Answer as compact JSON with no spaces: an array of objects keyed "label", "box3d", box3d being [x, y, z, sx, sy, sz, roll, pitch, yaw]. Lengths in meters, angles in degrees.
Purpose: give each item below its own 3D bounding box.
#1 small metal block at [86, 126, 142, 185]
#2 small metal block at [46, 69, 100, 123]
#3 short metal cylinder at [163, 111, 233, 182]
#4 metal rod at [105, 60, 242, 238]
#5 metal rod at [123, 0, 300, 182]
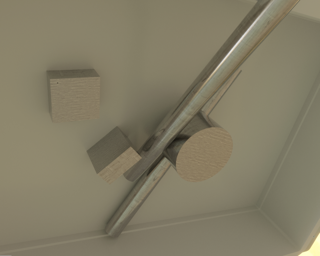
[{"label":"small metal block","box3d":[-0.057,0.033,0.383,0.050,0.050,0.025,-40,130,-2]},{"label":"small metal block","box3d":[-0.094,-0.035,0.337,0.050,0.025,0.050,-7,122,-25]},{"label":"short metal cylinder","box3d":[0.046,0.023,0.400,0.081,0.050,0.079,-13,123,-20]},{"label":"metal rod","box3d":[0.013,0.036,0.440,0.025,0.025,0.299,28,103,-38]},{"label":"metal rod","box3d":[0.030,-0.023,0.331,0.025,0.025,0.298,6,142,-32]}]
